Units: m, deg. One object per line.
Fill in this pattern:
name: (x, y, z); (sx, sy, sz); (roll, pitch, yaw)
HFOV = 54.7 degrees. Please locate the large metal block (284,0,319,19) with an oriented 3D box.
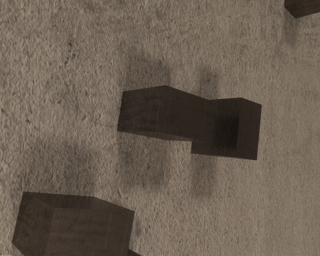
large metal block: (0.309, -0.282, 0.632); (0.050, 0.080, 0.080); (22, 76, -38)

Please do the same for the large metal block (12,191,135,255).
large metal block: (-0.084, 0.096, 0.300); (0.081, 0.080, 0.050); (16, 80, -39)

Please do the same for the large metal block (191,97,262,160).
large metal block: (0.096, 0.002, 0.452); (0.050, 0.080, 0.080); (11, 83, -40)

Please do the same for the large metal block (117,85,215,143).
large metal block: (0.007, -0.014, 0.377); (0.081, 0.080, 0.050); (12, 82, -40)

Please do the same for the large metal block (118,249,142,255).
large metal block: (-0.044, 0.180, 0.334); (0.080, 0.080, 0.050); (-46, 118, -31)
